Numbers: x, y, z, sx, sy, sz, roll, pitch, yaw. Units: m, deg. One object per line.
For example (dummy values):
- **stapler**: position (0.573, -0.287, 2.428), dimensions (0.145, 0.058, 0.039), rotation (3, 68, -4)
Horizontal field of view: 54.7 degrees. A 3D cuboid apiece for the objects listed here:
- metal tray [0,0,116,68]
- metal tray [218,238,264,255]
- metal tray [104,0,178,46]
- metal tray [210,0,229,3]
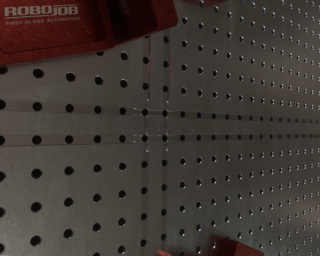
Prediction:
- **metal tray**: position (-0.115, -0.115, 0.310), dimensions (0.131, 0.030, 0.089), rotation (-22, 104, -38)
- **metal tray**: position (0.124, 0.260, 0.513), dimensions (0.090, 0.030, 0.130), rotation (33, 69, -35)
- **metal tray**: position (-0.038, -0.163, 0.336), dimensions (0.030, 0.090, 0.129), rotation (-29, 109, -36)
- **metal tray**: position (0.074, -0.267, 0.470), dimensions (0.091, 0.030, 0.129), rotation (-6, 94, -40)
